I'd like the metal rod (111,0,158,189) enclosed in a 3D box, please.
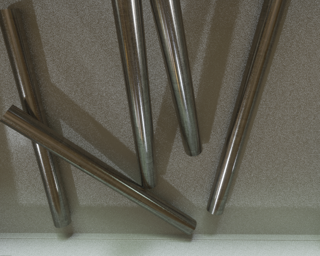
[{"bbox_3d":[-0.022,-0.028,0.336,0.025,0.025,0.298,-3,135,1],"label":"metal rod"}]

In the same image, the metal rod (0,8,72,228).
[{"bbox_3d":[-0.160,0.002,0.409,0.025,0.025,0.298,-6,110,2],"label":"metal rod"}]

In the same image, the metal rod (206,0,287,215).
[{"bbox_3d":[0.108,-0.016,0.406,0.025,0.025,0.298,10,110,-4],"label":"metal rod"}]

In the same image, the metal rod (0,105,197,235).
[{"bbox_3d":[-0.069,0.066,0.419,0.301,0.025,0.025,36,106,-19],"label":"metal rod"}]

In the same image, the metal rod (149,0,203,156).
[{"bbox_3d":[0.017,-0.064,0.312,0.025,0.025,0.299,-12,140,4],"label":"metal rod"}]
